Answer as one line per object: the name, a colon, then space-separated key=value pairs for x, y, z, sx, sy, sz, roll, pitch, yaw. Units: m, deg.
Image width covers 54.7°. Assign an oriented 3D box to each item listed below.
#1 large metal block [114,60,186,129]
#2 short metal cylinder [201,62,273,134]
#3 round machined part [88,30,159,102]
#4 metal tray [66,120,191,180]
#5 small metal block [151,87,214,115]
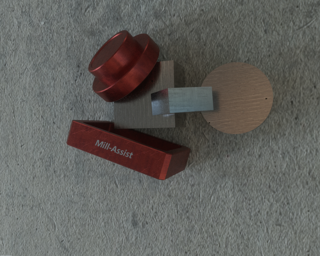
large metal block: x=-0.012 y=-0.040 z=0.402 sx=0.080 sy=0.050 sz=0.080 roll=-2 pitch=90 yaw=20
short metal cylinder: x=0.091 y=-0.033 z=0.366 sx=0.080 sy=0.050 sz=0.080 roll=0 pitch=90 yaw=20
round machined part: x=-0.051 y=-0.083 z=0.389 sx=0.098 sy=0.098 sz=0.042 roll=-38 pitch=122 yaw=16
metal tray: x=-0.036 y=0.023 z=0.388 sx=0.130 sy=0.090 sz=0.030 roll=18 pitch=96 yaw=19
small metal block: x=0.023 y=-0.029 z=0.340 sx=0.050 sy=0.050 sz=0.025 roll=-5 pitch=91 yaw=-22
